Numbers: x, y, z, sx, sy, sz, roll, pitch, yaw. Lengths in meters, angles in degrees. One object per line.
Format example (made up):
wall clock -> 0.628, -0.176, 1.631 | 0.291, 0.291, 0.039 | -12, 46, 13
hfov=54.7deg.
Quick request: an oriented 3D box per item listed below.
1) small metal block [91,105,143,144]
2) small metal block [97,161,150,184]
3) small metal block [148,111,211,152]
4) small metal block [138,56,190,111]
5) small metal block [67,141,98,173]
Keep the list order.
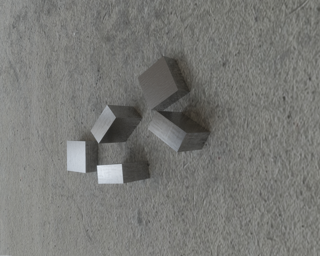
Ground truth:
small metal block -> -0.061, -0.005, 0.440 | 0.025, 0.050, 0.050 | 53, 121, 27
small metal block -> -0.051, 0.061, 0.431 | 0.050, 0.050, 0.025 | -9, 84, 39
small metal block -> 0.023, 0.003, 0.369 | 0.050, 0.050, 0.025 | 38, 113, 33
small metal block -> 0.004, -0.056, 0.402 | 0.050, 0.025, 0.050 | -34, 69, 35
small metal block -> -0.128, 0.046, 0.511 | 0.050, 0.025, 0.050 | -1, 90, 40
